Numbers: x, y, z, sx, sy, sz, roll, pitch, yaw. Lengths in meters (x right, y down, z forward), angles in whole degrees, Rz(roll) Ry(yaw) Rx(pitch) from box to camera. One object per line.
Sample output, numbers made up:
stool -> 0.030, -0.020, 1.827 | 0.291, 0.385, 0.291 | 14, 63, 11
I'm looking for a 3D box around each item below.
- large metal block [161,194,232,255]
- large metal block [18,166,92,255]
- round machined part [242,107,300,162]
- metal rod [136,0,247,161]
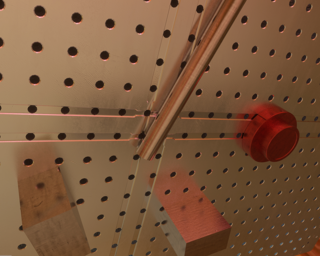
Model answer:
large metal block -> 0.056, 0.162, 0.507 | 0.081, 0.080, 0.050 | -10, 123, -23
large metal block -> -0.127, 0.107, 0.372 | 0.050, 0.080, 0.080 | -21, 127, -16
round machined part -> 0.190, 0.017, 0.515 | 0.099, 0.042, 0.097 | -14, 124, -21
metal rod -> 0.051, -0.088, 0.384 | 0.025, 0.025, 0.298 | 19, 108, -36
